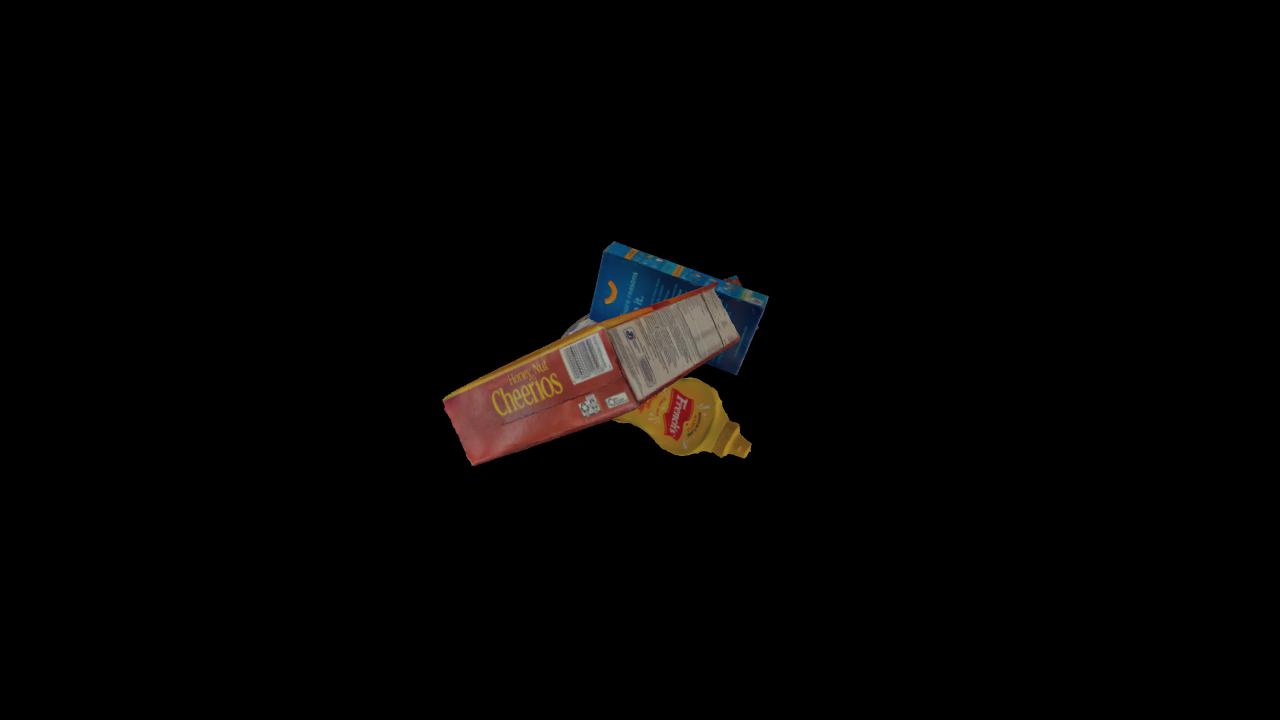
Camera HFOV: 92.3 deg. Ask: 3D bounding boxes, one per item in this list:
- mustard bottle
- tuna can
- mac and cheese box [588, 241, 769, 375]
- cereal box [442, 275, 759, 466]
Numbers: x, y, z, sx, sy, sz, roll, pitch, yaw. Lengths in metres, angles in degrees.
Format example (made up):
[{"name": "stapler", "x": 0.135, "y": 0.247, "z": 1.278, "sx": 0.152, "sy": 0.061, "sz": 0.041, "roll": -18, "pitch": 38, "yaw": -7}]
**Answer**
[{"name": "mustard bottle", "x": 0.044, "y": 0.059, "z": 0.703, "sx": 0.184, "sy": 0.092, "sz": 0.054, "roll": 29, "pitch": 0, "yaw": 15}, {"name": "tuna can", "x": -0.049, "y": -0.026, "z": 0.714, "sx": 0.084, "sy": 0.034, "sz": 0.084, "roll": -25, "pitch": 26, "yaw": 14}, {"name": "mac and cheese box", "x": 0.040, "y": -0.058, "z": 0.690, "sx": 0.184, "sy": 0.093, "sz": 0.041, "roll": 22, "pitch": 36, "yaw": 8}, {"name": "cereal box", "x": -0.022, "y": -0.001, "z": 0.641, "sx": 0.203, "sy": 0.081, "sz": 0.306, "roll": -22, "pitch": 3, "yaw": 32}]
